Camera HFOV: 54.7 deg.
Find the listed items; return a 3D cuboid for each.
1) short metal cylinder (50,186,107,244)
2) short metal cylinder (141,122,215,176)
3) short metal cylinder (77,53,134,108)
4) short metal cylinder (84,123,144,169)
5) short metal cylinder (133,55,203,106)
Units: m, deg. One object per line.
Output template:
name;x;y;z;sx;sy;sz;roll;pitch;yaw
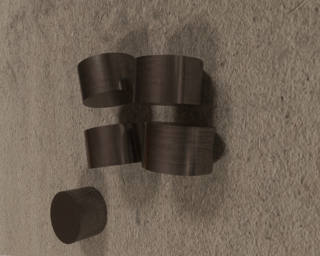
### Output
short metal cylinder;-0.130;0.137;0.493;0.080;0.050;0.079;0;90;39
short metal cylinder;0.021;0.021;0.351;0.080;0.081;0.050;7;95;39
short metal cylinder;-0.068;-0.063;0.423;0.080;0.081;0.050;-18;79;38
short metal cylinder;-0.058;0.025;0.415;0.080;0.081;0.050;-12;82;39
short metal cylinder;0.009;-0.052;0.360;0.080;0.081;0.050;4;92;39
